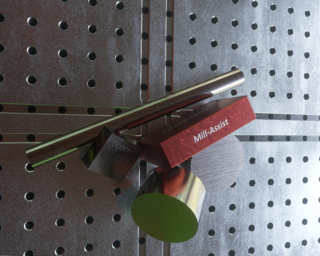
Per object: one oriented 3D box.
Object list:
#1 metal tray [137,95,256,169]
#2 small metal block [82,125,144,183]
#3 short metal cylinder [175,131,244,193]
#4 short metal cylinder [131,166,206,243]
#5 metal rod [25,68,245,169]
[{"bbox_3d":[0.042,0.002,0.390,0.131,0.090,0.030,-28,100,-18],"label":"metal tray"},{"bbox_3d":[-0.056,0.032,0.375,0.050,0.025,0.050,31,96,-37],"label":"small metal block"},{"bbox_3d":[0.064,0.040,0.414,0.081,0.050,0.079,-4,100,-24],"label":"short metal cylinder"},{"bbox_3d":[0.012,0.092,0.377,0.080,0.080,0.050,49,34,-14],"label":"short metal cylinder"},{"bbox_3d":[-0.017,-0.020,0.402,0.302,0.025,0.025,-23,98,-19],"label":"metal rod"}]
